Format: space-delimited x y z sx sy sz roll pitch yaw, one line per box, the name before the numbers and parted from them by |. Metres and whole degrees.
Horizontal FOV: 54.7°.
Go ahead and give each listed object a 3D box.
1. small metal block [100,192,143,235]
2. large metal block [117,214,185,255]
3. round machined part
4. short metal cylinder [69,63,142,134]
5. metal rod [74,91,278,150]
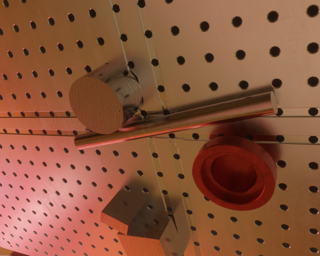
small metal block | -0.063 0.142 0.516 0.050 0.050 0.025 23 126 15
large metal block | -0.014 0.194 0.523 0.080 0.050 0.080 -4 117 30
round machined part | 0.093 0.051 0.383 0.098 0.042 0.097 13 124 21
short metal cylinder | -0.071 -0.039 0.408 0.080 0.050 0.079 13 124 21
metal rod | -0.002 -0.002 0.410 0.300 0.025 0.025 -11 113 33
